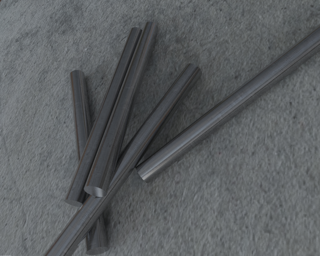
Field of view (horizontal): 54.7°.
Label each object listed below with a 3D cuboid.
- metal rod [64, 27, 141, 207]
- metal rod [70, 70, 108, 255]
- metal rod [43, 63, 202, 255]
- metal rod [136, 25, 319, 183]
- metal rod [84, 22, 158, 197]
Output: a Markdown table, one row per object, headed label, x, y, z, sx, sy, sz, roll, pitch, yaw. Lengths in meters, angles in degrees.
| label | x | y | z | sx | sy | sz | roll | pitch | yaw |
| --- | --- | --- | --- | --- | --- | --- | --- | --- | --- |
| metal rod | -0.069 | -0.035 | 0.442 | 0.025 | 0.025 | 0.300 | -3 | 55 | 26 |
| metal rod | -0.107 | 0.025 | 0.442 | 0.025 | 0.025 | 0.299 | -26 | 53 | 12 |
| metal rod | -0.036 | 0.035 | 0.379 | 0.025 | 0.025 | 0.300 | 22 | 67 | 35 |
| metal rod | 0.096 | -0.034 | 0.373 | 0.300 | 0.025 | 0.025 | -38 | 51 | 2 |
| metal rod | -0.042 | -0.049 | 0.422 | 0.025 | 0.025 | 0.300 | -7 | 49 | 24 |
